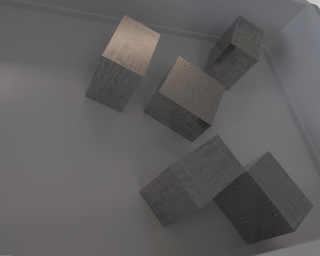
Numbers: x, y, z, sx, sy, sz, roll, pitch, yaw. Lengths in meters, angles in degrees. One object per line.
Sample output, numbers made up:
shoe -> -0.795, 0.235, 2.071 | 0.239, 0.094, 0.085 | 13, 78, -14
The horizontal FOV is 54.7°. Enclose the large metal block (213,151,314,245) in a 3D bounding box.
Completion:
large metal block -> 0.121, 0.087, 0.382 | 0.050, 0.080, 0.080 | -30, 78, -38

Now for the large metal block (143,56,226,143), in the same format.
large metal block -> 0.036, -0.041, 0.433 | 0.080, 0.050, 0.080 | 32, 52, -7

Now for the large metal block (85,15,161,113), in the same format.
large metal block -> -0.048, -0.079, 0.393 | 0.050, 0.080, 0.080 | 26, 53, -12

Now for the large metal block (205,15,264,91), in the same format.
large metal block -> 0.120, -0.122, 0.509 | 0.050, 0.080, 0.080 | 30, 52, -9

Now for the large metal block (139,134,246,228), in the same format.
large metal block -> 0.035, 0.061, 0.352 | 0.081, 0.080, 0.050 | -29, 78, -37
